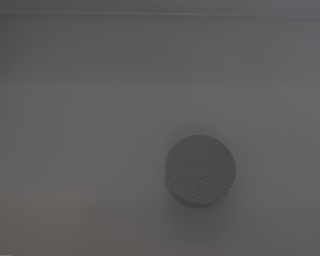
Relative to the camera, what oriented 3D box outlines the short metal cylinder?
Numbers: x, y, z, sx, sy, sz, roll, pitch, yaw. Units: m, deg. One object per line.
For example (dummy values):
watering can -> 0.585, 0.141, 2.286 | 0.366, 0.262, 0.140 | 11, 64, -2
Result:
short metal cylinder -> 0.047, 0.054, 0.377 | 0.080, 0.050, 0.080 | 0, 70, 0
